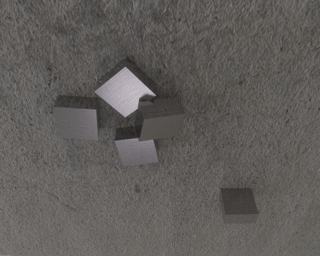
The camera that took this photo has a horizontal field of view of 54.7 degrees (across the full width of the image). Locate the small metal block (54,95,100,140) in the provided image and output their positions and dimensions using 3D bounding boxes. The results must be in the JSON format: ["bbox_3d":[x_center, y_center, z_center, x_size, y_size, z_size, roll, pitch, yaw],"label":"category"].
[{"bbox_3d":[-0.104,-0.013,0.395,0.050,0.025,0.050,3,130,-3],"label":"small metal block"}]

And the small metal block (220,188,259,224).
[{"bbox_3d":[0.125,0.125,0.498,0.050,0.050,0.025,-1,130,1],"label":"small metal block"}]

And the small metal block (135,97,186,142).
[{"bbox_3d":[-0.002,-0.010,0.381,0.050,0.025,0.050,-8,149,-17],"label":"small metal block"}]

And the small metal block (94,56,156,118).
[{"bbox_3d":[-0.040,-0.048,0.366,0.050,0.025,0.050,-33,123,25],"label":"small metal block"}]

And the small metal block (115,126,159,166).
[{"bbox_3d":[-0.031,0.024,0.427,0.050,0.025,0.050,-7,130,6],"label":"small metal block"}]
